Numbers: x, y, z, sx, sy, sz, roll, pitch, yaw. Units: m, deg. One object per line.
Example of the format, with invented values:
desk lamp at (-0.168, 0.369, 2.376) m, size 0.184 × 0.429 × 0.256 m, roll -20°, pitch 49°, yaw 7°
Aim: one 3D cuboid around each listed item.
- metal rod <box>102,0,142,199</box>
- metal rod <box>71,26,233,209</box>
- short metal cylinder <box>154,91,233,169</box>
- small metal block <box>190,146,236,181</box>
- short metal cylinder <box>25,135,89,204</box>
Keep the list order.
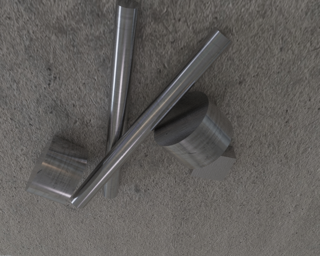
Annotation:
metal rod at (-0.055, -0.010, 0.398) m, size 0.025 × 0.025 × 0.298 m, roll 7°, pitch 130°, yaw -6°
metal rod at (-0.025, 0.003, 0.384) m, size 0.025 × 0.025 × 0.299 m, roll 31°, pitch 116°, yaw -24°
short metal cylinder at (0.039, 0.002, 0.374) m, size 0.080 × 0.080 × 0.050 m, roll -33°, pitch 123°, yaw 24°
small metal block at (0.075, 0.048, 0.449) m, size 0.050 × 0.025 × 0.050 m, roll 12°, pitch 129°, yaw -10°
short metal cylinder at (-0.138, 0.056, 0.417) m, size 0.050 × 0.080 × 0.080 m, roll 27°, pitch 125°, yaw -22°
